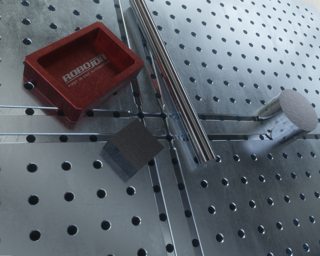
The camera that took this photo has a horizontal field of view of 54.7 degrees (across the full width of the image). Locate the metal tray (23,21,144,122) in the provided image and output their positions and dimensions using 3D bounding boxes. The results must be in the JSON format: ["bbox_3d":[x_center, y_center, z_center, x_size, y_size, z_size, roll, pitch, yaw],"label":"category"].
[{"bbox_3d":[-0.094,-0.078,0.402,0.090,0.030,0.131,44,51,1],"label":"metal tray"}]

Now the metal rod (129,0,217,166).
[{"bbox_3d":[0.013,-0.084,0.467,0.025,0.025,0.299,-9,66,-32],"label":"metal rod"}]

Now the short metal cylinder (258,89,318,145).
[{"bbox_3d":[0.215,-0.019,0.523,0.081,0.050,0.080,14,56,-21],"label":"short metal cylinder"}]

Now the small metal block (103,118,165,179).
[{"bbox_3d":[-0.032,0.024,0.378,0.050,0.025,0.050,47,51,4],"label":"small metal block"}]
